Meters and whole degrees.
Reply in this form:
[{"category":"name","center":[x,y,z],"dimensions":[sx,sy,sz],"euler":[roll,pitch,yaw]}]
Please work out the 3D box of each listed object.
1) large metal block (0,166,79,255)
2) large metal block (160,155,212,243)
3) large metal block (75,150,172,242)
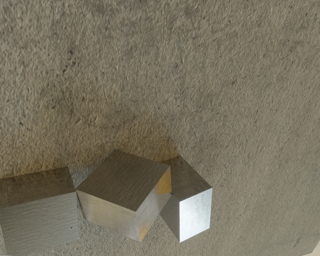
[{"category":"large metal block","center":[-0.145,0.100,0.373],"dimensions":[0.081,0.050,0.079],"euler":[-9,122,-24]},{"category":"large metal block","center":[0.029,0.100,0.447],"dimensions":[0.050,0.080,0.079],"euler":[-18,126,-23]},{"category":"large metal block","center":[-0.040,0.078,0.376],"dimensions":[0.080,0.080,0.050],"euler":[-48,143,-47]}]
